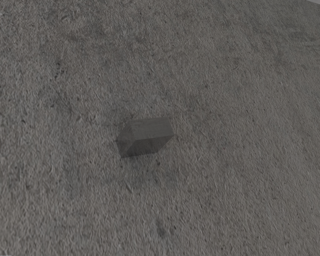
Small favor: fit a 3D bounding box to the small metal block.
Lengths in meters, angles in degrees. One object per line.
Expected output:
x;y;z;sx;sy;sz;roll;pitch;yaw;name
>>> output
-0.019;0.011;0.370;0.050;0.050;0.025;-6;65;-31;small metal block
